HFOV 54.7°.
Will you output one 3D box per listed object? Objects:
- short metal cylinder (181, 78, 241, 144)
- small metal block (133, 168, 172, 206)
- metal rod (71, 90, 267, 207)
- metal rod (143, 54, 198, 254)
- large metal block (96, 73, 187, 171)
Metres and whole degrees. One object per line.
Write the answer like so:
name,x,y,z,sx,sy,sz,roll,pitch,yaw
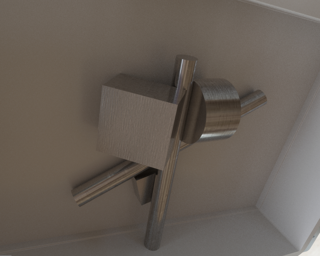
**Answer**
short metal cylinder,0.055,-0.022,0.388,0.050,0.080,0.079,-5,121,-28
small metal block,-0.012,0.078,0.450,0.050,0.025,0.050,-20,126,-17
metal rod,0.021,0.023,0.433,0.302,0.025,0.025,-28,128,-11
metal rod,0.009,0.053,0.412,0.025,0.025,0.298,-5,120,-27
large metal block,-0.021,-0.008,0.350,0.080,0.050,0.079,16,117,9
